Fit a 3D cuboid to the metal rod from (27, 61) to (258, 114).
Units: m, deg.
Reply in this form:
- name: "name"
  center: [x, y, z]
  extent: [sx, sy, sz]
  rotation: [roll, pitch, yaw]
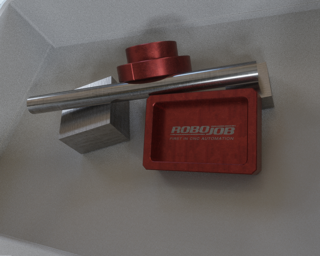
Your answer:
- name: "metal rod"
  center: [-0.034, -0.048, 0.392]
  extent: [0.301, 0.025, 0.025]
  rotation: [-6, 59, 16]

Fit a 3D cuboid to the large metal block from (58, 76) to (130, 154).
- name: "large metal block"
  center: [-0.092, -0.017, 0.443]
  extent: [0.080, 0.050, 0.080]
  rotation: [-16, 55, 18]

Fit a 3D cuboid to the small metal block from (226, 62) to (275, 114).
- name: "small metal block"
  center: [0.108, -0.047, 0.375]
  extent: [0.050, 0.025, 0.050]
  rotation: [-11, 57, 22]

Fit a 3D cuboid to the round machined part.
- name: "round machined part"
  center: [-0.009, -0.089, 0.412]
  extent: [0.098, 0.098, 0.042]
  rotation: [-4, 100, 26]

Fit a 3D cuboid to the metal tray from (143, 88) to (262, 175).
- name: "metal tray"
  center: [0.046, 0.005, 0.354]
  extent: [0.130, 0.030, 0.090]
  rotation: [-1, 80, 26]
